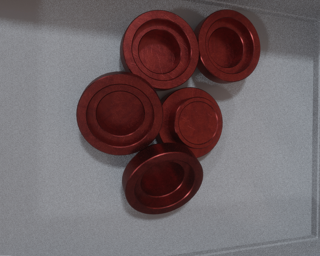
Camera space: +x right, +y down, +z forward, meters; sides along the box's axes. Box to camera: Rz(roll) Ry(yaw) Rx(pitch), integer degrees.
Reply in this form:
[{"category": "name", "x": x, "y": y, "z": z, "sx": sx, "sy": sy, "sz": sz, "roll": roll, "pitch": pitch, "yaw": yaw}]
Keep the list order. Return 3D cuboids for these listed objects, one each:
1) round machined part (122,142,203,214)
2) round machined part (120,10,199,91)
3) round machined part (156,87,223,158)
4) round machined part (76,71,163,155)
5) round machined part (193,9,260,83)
[{"category": "round machined part", "x": 0.001, "y": 0.058, "z": 0.388, "sx": 0.099, "sy": 0.042, "sz": 0.097, "roll": -10, "pitch": 124, "yaw": -15}, {"category": "round machined part", "x": -0.003, "y": -0.096, "z": 0.399, "sx": 0.099, "sy": 0.042, "sz": 0.097, "roll": 0, "pitch": 91, "yaw": -17}, {"category": "round machined part", "x": 0.043, "y": -0.007, "z": 0.419, "sx": 0.099, "sy": 0.042, "sz": 0.097, "roll": 0, "pitch": 90, "yaw": -21}, {"category": "round machined part", "x": -0.048, "y": -0.020, "z": 0.373, "sx": 0.099, "sy": 0.042, "sz": 0.097, "roll": -2, "pitch": 110, "yaw": -7}, {"category": "round machined part", "x": 0.088, "y": -0.111, "z": 0.435, "sx": 0.099, "sy": 0.042, "sz": 0.097, "roll": 0, "pitch": 90, "yaw": -21}]
